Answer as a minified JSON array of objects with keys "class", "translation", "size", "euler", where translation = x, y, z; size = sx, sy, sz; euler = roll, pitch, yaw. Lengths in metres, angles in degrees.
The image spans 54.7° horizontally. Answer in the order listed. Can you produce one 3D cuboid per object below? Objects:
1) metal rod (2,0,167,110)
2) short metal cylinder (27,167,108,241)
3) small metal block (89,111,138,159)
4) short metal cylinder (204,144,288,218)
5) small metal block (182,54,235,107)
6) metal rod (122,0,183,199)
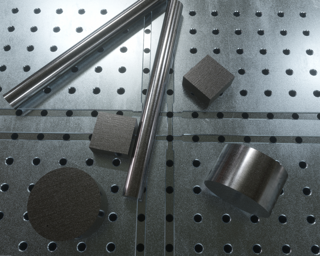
[{"class":"metal rod","translation":[-0.094,-0.129,0.458],"size":[0.301,0.025,0.025],"euler":[-40,75,-14]},{"class":"short metal cylinder","translation":[-0.106,0.091,0.364],"size":[0.081,0.050,0.080],"euler":[0,70,0]},{"class":"small metal block","translation":[-0.060,0.010,0.408],"size":[0.050,0.025,0.050],"euler":[11,70,4]},{"class":"short metal cylinder","translation":[0.099,0.061,0.361],"size":[0.080,0.080,0.050],"euler":[29,73,10]},{"class":"small metal block","translation":[0.067,-0.067,0.437],"size":[0.050,0.025,0.050],"euler":[-43,76,-14]},{"class":"metal rod","translation":[-0.005,-0.052,0.430],"size":[0.025,0.025,0.299],"euler":[11,70,4]}]
